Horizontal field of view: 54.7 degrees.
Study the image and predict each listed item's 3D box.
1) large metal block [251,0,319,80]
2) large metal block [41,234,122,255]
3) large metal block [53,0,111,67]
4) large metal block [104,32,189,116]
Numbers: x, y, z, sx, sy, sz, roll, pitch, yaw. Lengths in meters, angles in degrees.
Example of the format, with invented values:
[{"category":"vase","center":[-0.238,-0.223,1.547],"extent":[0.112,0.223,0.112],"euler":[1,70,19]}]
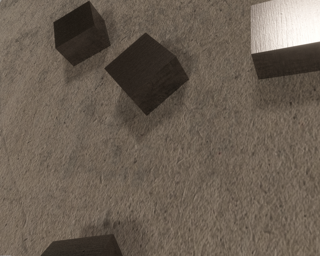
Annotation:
[{"category":"large metal block","center":[0.156,-0.111,0.374],"extent":[0.080,0.050,0.080],"euler":[-6,59,25]},{"category":"large metal block","center":[-0.089,0.157,0.311],"extent":[0.080,0.050,0.080],"euler":[-14,15,20]},{"category":"large metal block","center":[-0.144,-0.173,0.567],"extent":[0.080,0.050,0.080],"euler":[-26,53,11]},{"category":"large metal block","center":[-0.020,-0.078,0.445],"extent":[0.080,0.050,0.080],"euler":[-41,51,-1]}]
